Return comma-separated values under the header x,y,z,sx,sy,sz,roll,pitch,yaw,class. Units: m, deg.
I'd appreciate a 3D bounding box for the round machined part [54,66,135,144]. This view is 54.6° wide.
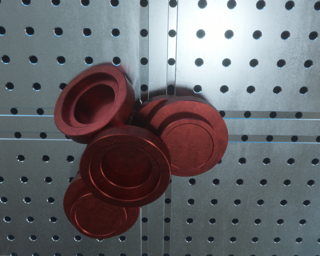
x,y,z,sx,sy,sz,roll,pitch,yaw,class
-0.074,-0.024,0.375,0.098,0.098,0.042,-26,143,9,round machined part

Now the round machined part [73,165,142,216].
x,y,z,sx,sy,sz,roll,pitch,yaw,class
-0.067,0.085,0.413,0.099,0.042,0.097,0,110,0,round machined part

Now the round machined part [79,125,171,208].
x,y,z,sx,sy,sz,roll,pitch,yaw,class
-0.036,0.039,0.350,0.098,0.042,0.097,1,118,2,round machined part

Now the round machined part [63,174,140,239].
x,y,z,sx,sy,sz,roll,pitch,yaw,class
-0.074,0.101,0.396,0.099,0.042,0.097,0,110,0,round machined part

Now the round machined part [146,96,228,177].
x,y,z,sx,sy,sz,roll,pitch,yaw,class
0.031,0.015,0.364,0.099,0.042,0.097,0,110,0,round machined part

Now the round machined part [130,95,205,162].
x,y,z,sx,sy,sz,roll,pitch,yaw,class
0.010,0.011,0.386,0.099,0.042,0.097,0,110,0,round machined part
